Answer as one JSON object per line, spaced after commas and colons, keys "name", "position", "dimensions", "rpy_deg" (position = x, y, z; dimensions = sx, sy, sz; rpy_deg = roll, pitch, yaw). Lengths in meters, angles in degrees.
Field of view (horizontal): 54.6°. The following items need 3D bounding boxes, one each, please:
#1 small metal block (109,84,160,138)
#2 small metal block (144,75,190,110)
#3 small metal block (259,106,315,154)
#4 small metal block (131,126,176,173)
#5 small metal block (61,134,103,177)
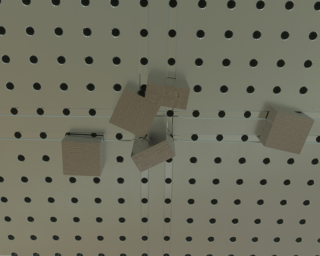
{"name": "small metal block", "position": [-0.032, -0.022, 0.405], "dimensions": [0.050, 0.025, 0.050], "rpy_deg": [25, 108, -9]}
{"name": "small metal block", "position": [0.008, -0.045, 0.383], "dimensions": [0.050, 0.050, 0.025], "rpy_deg": [9, 110, -3]}
{"name": "small metal block", "position": [0.168, 0.003, 0.416], "dimensions": [0.050, 0.025, 0.050], "rpy_deg": [13, 110, -5]}
{"name": "small metal block", "position": [-0.008, 0.027, 0.410], "dimensions": [0.050, 0.050, 0.025], "rpy_deg": [-26, 108, 9]}
{"name": "small metal block", "position": [-0.105, 0.038, 0.426], "dimensions": [0.050, 0.025, 0.050], "rpy_deg": [3, 110, -1]}
